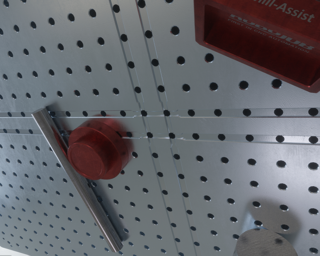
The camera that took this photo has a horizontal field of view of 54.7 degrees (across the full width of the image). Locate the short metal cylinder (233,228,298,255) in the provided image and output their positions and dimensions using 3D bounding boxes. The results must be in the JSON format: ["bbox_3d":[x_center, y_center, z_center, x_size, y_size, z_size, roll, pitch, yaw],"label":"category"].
[{"bbox_3d":[0.138,0.184,0.417,0.080,0.080,0.050,17,125,18],"label":"short metal cylinder"}]

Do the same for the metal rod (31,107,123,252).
[{"bbox_3d":[-0.138,0.101,0.546,0.025,0.025,0.299,-11,113,33],"label":"metal rod"}]

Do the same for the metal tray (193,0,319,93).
[{"bbox_3d":[0.095,-0.081,0.271,0.130,0.090,0.030,27,85,11],"label":"metal tray"}]

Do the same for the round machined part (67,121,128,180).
[{"bbox_3d":[-0.102,0.042,0.480,0.098,0.042,0.097,13,124,21],"label":"round machined part"}]
